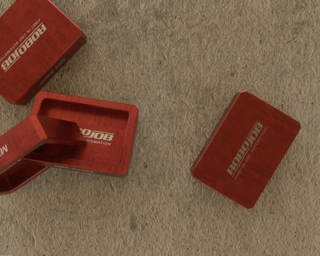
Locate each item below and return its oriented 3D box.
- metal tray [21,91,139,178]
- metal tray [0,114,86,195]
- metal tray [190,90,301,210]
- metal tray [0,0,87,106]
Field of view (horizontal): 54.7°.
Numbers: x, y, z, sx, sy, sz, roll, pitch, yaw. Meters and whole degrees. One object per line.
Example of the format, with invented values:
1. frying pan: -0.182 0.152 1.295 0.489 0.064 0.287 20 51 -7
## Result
1. metal tray: -0.099 0.008 0.392 0.131 0.030 0.090 9 71 0
2. metal tray: -0.164 0.036 0.363 0.130 0.090 0.030 -33 77 10
3. metal tray: 0.110 0.028 0.408 0.090 0.030 0.130 31 90 0
4. metal tray: -0.174 -0.105 0.406 0.090 0.030 0.130 43 90 0
